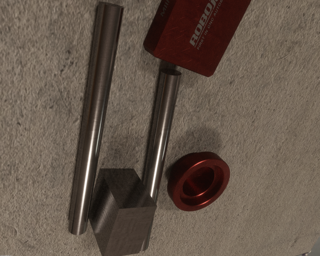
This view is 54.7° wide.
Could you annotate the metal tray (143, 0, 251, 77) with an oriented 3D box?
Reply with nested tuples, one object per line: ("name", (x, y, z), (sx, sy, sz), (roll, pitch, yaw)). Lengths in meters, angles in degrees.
("metal tray", (0.048, -0.132, 0.350), (0.091, 0.030, 0.129), (13, 112, -34))

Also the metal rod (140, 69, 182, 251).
("metal rod", (-0.009, 0.063, 0.442), (0.025, 0.025, 0.298), (-5, 121, -26))

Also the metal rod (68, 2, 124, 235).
("metal rod", (-0.081, 0.009, 0.368), (0.025, 0.025, 0.298), (0, 119, -29))

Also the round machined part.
("round machined part", (0.054, 0.077, 0.475), (0.099, 0.042, 0.097), (-14, 125, -21))

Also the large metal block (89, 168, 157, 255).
("large metal block", (-0.054, 0.110, 0.411), (0.050, 0.080, 0.079), (5, 116, -31))
